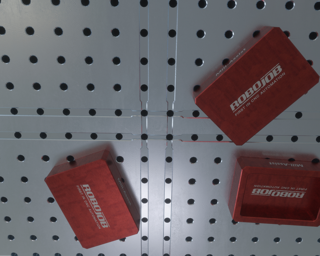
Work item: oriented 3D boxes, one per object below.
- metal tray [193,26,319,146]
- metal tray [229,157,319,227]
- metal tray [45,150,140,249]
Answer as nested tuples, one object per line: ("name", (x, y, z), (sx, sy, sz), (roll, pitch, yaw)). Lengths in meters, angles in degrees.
("metal tray", (0.118, -0.051, 0.393), (0.130, 0.030, 0.090), (-43, 105, 14))
("metal tray", (0.172, 0.092, 0.445), (0.131, 0.030, 0.089), (4, 110, -2))
("metal tray", (-0.093, 0.106, 0.449), (0.090, 0.030, 0.129), (-19, 109, 7))
